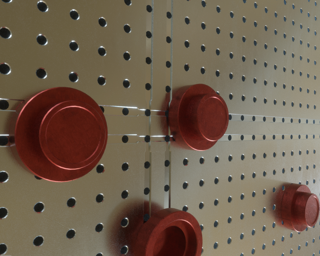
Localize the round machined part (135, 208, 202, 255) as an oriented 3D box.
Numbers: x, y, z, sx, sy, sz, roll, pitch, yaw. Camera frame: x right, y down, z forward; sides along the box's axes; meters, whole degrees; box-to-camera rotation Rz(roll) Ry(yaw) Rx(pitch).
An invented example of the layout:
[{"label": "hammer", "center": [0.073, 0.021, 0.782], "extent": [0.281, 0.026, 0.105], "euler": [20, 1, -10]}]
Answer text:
[{"label": "round machined part", "center": [0.007, 0.153, 0.403], "extent": [0.099, 0.042, 0.097], "euler": [0, 90, -40]}]

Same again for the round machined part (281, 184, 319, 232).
[{"label": "round machined part", "center": [0.297, 0.167, 0.645], "extent": [0.099, 0.042, 0.097], "euler": [0, 90, -40]}]

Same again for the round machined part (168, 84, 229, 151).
[{"label": "round machined part", "center": [0.062, -0.015, 0.449], "extent": [0.099, 0.042, 0.097], "euler": [0, 90, -40]}]

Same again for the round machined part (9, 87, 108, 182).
[{"label": "round machined part", "center": [-0.096, 0.007, 0.317], "extent": [0.099, 0.042, 0.097], "euler": [0, 90, -40]}]
